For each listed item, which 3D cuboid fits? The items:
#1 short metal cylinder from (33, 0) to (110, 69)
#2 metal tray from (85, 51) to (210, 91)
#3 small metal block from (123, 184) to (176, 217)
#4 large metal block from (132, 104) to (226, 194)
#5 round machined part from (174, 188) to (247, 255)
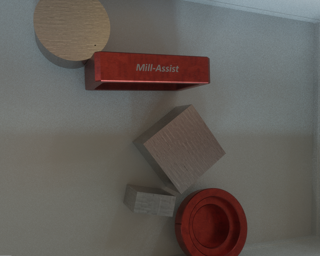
[{"bbox_3d":[-0.103,-0.113,0.360,0.081,0.050,0.079,0,90,-20],"label":"short metal cylinder"},{"bbox_3d":[-0.018,-0.064,0.370,0.131,0.090,0.030,-2,91,-21],"label":"metal tray"},{"bbox_3d":[-0.014,0.091,0.393,0.050,0.050,0.025,12,86,-20],"label":"small metal block"},{"bbox_3d":[0.024,0.026,0.408,0.080,0.050,0.080,-39,103,-16],"label":"large metal block"},{"bbox_3d":[0.065,0.132,0.419,0.099,0.042,0.098,6,74,-20],"label":"round machined part"}]
